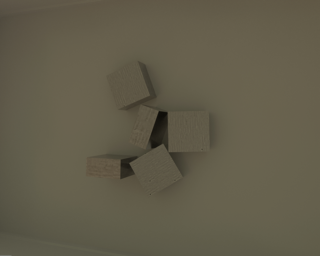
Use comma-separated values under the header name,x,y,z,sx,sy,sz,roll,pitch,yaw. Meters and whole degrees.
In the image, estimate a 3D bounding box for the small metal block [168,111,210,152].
name,x,y,z,sx,sy,sz,roll,pitch,yaw
small metal block,0.035,0.004,0.390,0.050,0.025,0.050,-1,90,1

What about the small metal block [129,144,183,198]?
name,x,y,z,sx,sy,sz,roll,pitch,yaw
small metal block,-0.004,0.056,0.404,0.050,0.025,0.050,-30,80,-2

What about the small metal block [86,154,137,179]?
name,x,y,z,sx,sy,sz,roll,pitch,yaw
small metal block,-0.064,0.051,0.420,0.050,0.050,0.025,1,91,20

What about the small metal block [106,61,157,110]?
name,x,y,z,sx,sy,sz,roll,pitch,yaw
small metal block,-0.039,-0.057,0.424,0.050,0.025,0.050,-22,83,18

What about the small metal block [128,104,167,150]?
name,x,y,z,sx,sy,sz,roll,pitch,yaw
small metal block,-0.012,-0.001,0.401,0.025,0.050,0.050,21,97,19
